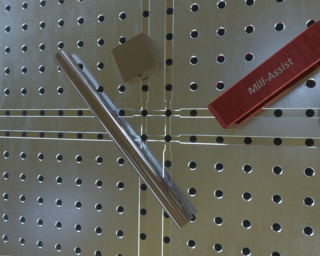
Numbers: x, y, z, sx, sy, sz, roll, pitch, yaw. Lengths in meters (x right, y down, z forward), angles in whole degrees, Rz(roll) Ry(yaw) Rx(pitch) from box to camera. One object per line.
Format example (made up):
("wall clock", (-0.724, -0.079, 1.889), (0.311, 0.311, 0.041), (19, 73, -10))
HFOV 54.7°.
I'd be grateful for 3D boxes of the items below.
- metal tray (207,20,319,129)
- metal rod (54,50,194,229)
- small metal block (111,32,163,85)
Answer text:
("metal tray", (0.119, -0.049, 0.335), (0.130, 0.090, 0.030), (-38, 78, 15))
("metal rod", (-0.057, 0.008, 0.431), (0.025, 0.025, 0.300), (-42, 77, 15))
("small metal block", (-0.031, -0.093, 0.423), (0.050, 0.025, 0.050), (-24, 82, 18))
